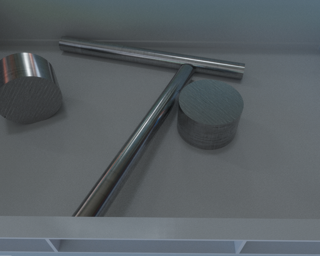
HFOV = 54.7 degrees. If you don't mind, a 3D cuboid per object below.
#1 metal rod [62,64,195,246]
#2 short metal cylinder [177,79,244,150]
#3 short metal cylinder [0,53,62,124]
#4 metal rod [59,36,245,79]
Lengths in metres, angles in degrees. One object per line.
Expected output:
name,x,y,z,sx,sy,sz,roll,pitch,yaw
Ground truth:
metal rod,-0.017,0.004,0.375,0.025,0.025,0.301,18,44,14
short metal cylinder,0.064,-0.018,0.405,0.081,0.050,0.080,0,50,0
short metal cylinder,-0.176,-0.052,0.411,0.081,0.080,0.050,-18,53,-15
metal rod,-0.018,-0.115,0.501,0.301,0.025,0.025,11,51,8
